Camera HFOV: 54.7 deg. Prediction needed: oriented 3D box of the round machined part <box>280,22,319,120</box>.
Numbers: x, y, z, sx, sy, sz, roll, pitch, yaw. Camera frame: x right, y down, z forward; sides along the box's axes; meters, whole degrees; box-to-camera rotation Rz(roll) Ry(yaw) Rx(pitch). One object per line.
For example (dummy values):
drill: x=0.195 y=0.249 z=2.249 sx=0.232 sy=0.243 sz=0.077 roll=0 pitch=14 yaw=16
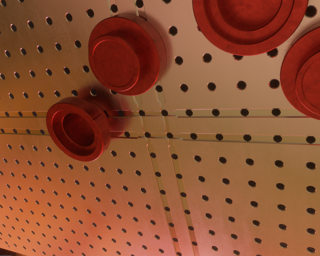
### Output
round machined part: x=0.162 y=-0.048 z=0.285 sx=0.098 sy=0.042 sz=0.097 roll=13 pitch=124 yaw=20

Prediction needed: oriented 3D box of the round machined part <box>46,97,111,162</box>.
round machined part: x=-0.114 y=-0.002 z=0.457 sx=0.098 sy=0.042 sz=0.097 roll=13 pitch=124 yaw=20

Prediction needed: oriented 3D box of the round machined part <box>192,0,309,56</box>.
round machined part: x=0.083 y=-0.120 z=0.282 sx=0.098 sy=0.042 sz=0.097 roll=13 pitch=124 yaw=20

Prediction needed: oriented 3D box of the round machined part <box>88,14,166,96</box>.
round machined part: x=-0.046 y=-0.083 z=0.372 sx=0.098 sy=0.042 sz=0.097 roll=13 pitch=124 yaw=20
